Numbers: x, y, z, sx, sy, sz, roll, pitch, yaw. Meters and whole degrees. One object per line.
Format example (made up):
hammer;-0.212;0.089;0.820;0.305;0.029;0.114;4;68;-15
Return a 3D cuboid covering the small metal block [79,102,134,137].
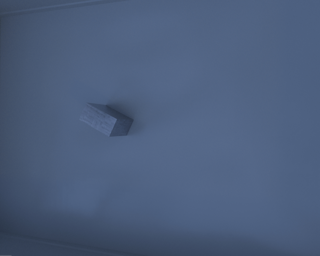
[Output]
small metal block;-0.072;-0.011;0.423;0.050;0.050;0.025;28;99;18
